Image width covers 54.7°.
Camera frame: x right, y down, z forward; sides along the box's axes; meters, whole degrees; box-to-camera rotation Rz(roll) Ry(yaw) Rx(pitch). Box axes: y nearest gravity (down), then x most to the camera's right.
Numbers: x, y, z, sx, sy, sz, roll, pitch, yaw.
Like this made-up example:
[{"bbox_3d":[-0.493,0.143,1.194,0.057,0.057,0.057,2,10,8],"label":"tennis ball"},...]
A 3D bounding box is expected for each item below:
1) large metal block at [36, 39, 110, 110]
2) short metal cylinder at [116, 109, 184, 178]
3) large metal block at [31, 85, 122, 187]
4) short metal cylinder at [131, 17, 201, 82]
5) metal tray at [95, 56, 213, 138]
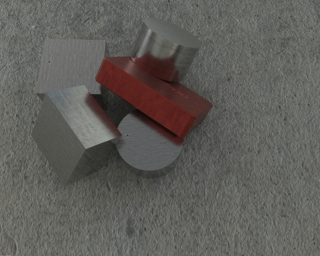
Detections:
[{"bbox_3d":[-0.113,-0.071,0.419,0.080,0.050,0.080,1,70,0],"label":"large metal block"},{"bbox_3d":[-0.012,0.019,0.390,0.081,0.050,0.080,0,70,0],"label":"short metal cylinder"},{"bbox_3d":[-0.102,0.009,0.369,0.050,0.080,0.080,-22,68,-46],"label":"large metal block"},{"bbox_3d":[0.007,-0.105,0.414,0.080,0.050,0.080,19,33,-12],"label":"short metal cylinder"},{"bbox_3d":[-0.004,-0.045,0.393,0.130,0.090,0.030,34,113,11],"label":"metal tray"}]
